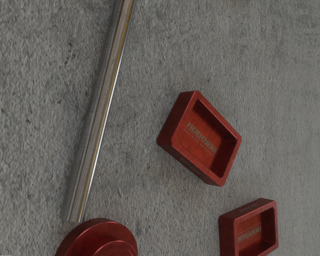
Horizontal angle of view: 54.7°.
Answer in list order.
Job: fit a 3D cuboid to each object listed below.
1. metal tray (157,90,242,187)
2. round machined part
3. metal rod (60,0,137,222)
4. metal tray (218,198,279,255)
[{"bbox_3d":[0.063,0.018,0.456,0.130,0.030,0.090,41,65,-33],"label":"metal tray"},{"bbox_3d":[-0.063,0.154,0.343,0.099,0.042,0.097,0,90,-40],"label":"round machined part"},{"bbox_3d":[-0.063,-0.047,0.353,0.025,0.025,0.299,20,77,-39],"label":"metal rod"},{"bbox_3d":[0.156,0.182,0.536,0.131,0.030,0.089,-7,95,-40],"label":"metal tray"}]
